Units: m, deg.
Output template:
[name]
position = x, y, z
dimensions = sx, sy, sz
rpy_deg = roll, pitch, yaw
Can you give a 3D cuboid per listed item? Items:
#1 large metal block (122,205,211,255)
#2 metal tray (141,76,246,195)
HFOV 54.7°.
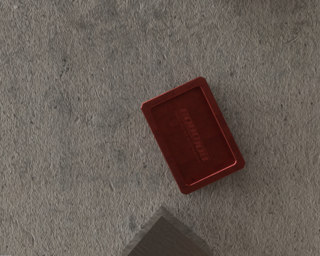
[large metal block]
position = 0.007, 0.161, 0.398
dimensions = 0.080, 0.050, 0.080
rpy_deg = 40, 90, 0
[metal tray]
position = 0.042, 0.010, 0.407
dimensions = 0.090, 0.030, 0.129
rpy_deg = -25, 90, 0
